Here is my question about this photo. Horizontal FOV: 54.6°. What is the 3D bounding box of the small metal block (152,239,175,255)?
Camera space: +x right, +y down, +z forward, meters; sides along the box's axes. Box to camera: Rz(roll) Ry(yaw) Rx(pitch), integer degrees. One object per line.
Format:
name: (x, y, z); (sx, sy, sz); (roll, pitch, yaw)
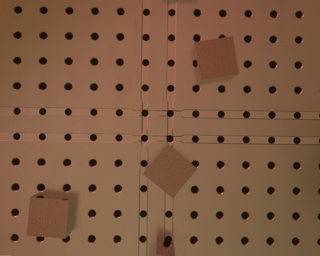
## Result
small metal block: (-0.001, 0.180, 0.401); (0.025, 0.050, 0.050); (19, 90, 0)

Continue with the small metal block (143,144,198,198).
small metal block: (0.013, 0.056, 0.413); (0.050, 0.025, 0.050); (40, 90, 0)

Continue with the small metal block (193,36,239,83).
small metal block: (0.074, -0.091, 0.414); (0.050, 0.025, 0.050); (-9, 90, 0)

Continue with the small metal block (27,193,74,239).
small metal block: (-0.145, 0.116, 0.413); (0.050, 0.025, 0.050); (5, 90, 0)
